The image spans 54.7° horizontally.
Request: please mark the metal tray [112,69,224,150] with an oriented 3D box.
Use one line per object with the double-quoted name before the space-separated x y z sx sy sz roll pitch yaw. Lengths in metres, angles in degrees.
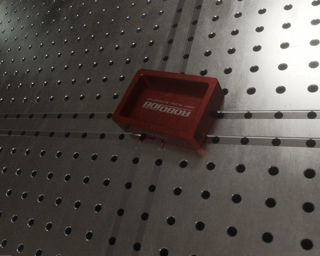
"metal tray" 0.009 -0.030 0.417 0.130 0.030 0.090 14 69 33
